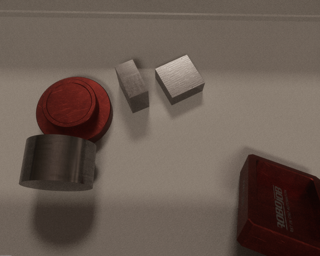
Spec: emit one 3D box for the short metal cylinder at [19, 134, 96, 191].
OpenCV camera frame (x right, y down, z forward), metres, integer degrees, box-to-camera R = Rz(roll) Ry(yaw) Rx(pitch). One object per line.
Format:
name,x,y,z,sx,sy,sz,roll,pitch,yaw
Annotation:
short metal cylinder,-0.118,0.044,0.363,0.081,0.080,0.050,1,70,0

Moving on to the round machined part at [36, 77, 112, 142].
round machined part,-0.114,-0.025,0.408,0.099,0.042,0.098,0,70,-1

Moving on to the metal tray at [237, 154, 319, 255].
metal tray,0.134,0.085,0.334,0.090,0.030,0.130,20,28,7

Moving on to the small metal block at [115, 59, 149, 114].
small metal block,-0.037,-0.055,0.416,0.025,0.050,0.050,-23,72,-8

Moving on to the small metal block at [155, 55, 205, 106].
small metal block,0.027,-0.067,0.435,0.050,0.025,0.050,-26,72,-10
